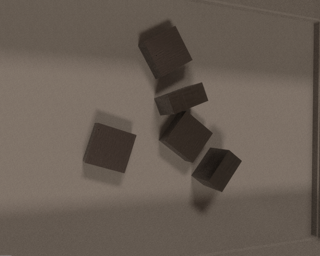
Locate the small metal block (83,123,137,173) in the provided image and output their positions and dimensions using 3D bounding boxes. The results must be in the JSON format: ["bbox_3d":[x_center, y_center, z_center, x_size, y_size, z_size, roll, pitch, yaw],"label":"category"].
[{"bbox_3d":[-0.063,0.025,0.388,0.050,0.025,0.050,19,84,-20],"label":"small metal block"}]

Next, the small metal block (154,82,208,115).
[{"bbox_3d":[0.027,-0.038,0.408,0.050,0.050,0.025,-22,98,-19],"label":"small metal block"}]

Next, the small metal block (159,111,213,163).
[{"bbox_3d":[0.035,0.012,0.425,0.050,0.025,0.050,39,77,-16],"label":"small metal block"}]

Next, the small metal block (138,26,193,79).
[{"bbox_3d":[0.007,-0.100,0.414,0.050,0.025,0.050,-32,101,-18],"label":"small metal block"}]

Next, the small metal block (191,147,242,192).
[{"bbox_3d":[0.077,0.056,0.427,0.025,0.050,0.050,40,77,-16],"label":"small metal block"}]
